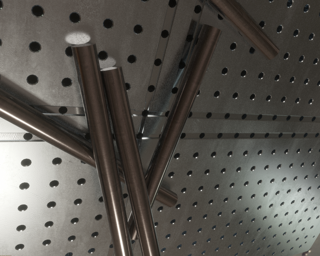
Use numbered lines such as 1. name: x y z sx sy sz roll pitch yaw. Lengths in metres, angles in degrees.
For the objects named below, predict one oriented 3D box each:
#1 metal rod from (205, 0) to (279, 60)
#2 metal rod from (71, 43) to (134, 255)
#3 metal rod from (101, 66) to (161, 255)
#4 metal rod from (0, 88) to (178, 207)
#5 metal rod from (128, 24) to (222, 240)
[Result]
1. metal rod: 0.049 -0.160 0.340 0.301 0.025 0.025 27 103 -38
2. metal rod: -0.063 0.051 0.375 0.025 0.025 0.298 -15 114 -20
3. metal rod: -0.030 0.073 0.390 0.025 0.025 0.298 -17 110 -19
4. metal rod: -0.073 0.043 0.398 0.025 0.025 0.301 -48 130 5
5. metal rod: 0.012 0.015 0.407 0.025 0.025 0.298 12 106 -34
